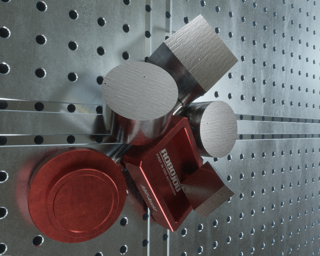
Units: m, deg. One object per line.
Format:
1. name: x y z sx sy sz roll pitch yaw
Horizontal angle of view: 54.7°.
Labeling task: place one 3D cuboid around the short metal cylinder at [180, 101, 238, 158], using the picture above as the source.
1. short metal cylinder: 0.067 0.002 0.448 0.081 0.050 0.079 0 90 -40

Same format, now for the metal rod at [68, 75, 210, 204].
1. metal rod: 0.000 -0.009 0.412 0.301 0.025 0.025 -45 117 -30

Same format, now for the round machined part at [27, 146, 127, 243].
1. round machined part: -0.081 0.070 0.314 0.099 0.042 0.097 -3 97 -24

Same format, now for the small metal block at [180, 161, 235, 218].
1. small metal block: 0.061 0.080 0.406 0.050 0.050 0.025 -42 124 8

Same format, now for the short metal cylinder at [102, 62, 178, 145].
1. short metal cylinder: -0.024 -0.028 0.346 0.081 0.050 0.080 5 57 -7

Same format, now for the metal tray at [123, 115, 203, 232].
1. metal tray: 0.015 0.058 0.400 0.090 0.030 0.129 -45 130 -30

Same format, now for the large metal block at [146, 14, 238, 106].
1. large metal block: 0.044 -0.090 0.414 0.080 0.050 0.080 49 59 -6
